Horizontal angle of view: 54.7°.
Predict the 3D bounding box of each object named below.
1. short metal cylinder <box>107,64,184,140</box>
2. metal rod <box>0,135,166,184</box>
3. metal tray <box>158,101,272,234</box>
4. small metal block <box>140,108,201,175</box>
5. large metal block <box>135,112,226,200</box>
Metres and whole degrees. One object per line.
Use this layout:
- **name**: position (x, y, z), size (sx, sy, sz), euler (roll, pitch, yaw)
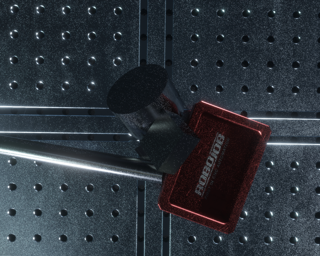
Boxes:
- **short metal cylinder**: position (-0.017, -0.032, 0.379), size (0.080, 0.080, 0.050), euler (-35, 133, 0)
- **metal rod**: position (-0.142, 0.031, 0.382), size (0.301, 0.025, 0.025), euler (8, 90, 11)
- **metal tray**: position (0.061, 0.044, 0.359), size (0.090, 0.030, 0.129), euler (21, 90, 0)
- **small metal block**: position (0.010, 0.015, 0.341), size (0.025, 0.050, 0.050), euler (21, 111, -39)
- **large metal block**: position (0.025, 0.035, 0.400), size (0.080, 0.050, 0.080), euler (-35, 90, 0)
